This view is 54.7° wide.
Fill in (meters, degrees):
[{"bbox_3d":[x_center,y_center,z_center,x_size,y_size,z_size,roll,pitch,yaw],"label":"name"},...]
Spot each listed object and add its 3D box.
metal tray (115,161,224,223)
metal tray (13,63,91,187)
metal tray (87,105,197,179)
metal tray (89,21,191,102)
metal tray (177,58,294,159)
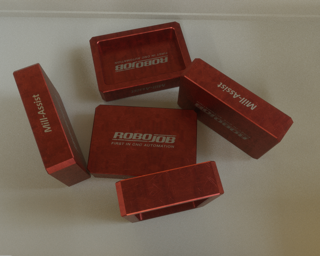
[{"bbox_3d":[0.008,0.072,0.325,0.091,0.130,0.030,-12,71,-5],"label":"metal tray"},{"bbox_3d":[-0.127,-0.001,0.372,0.030,0.090,0.130,-23,72,-9],"label":"metal tray"},{"bbox_3d":[-0.020,0.020,0.396,0.131,0.030,0.090,3,70,1],"label":"metal tray"},{"bbox_3d":[-0.026,-0.095,0.440,0.131,0.030,0.090,-12,71,-5],"label":"metal tray"},{"bbox_3d":[0.084,-0.020,0.381,0.130,0.090,0.030,36,75,12],"label":"metal tray"}]
